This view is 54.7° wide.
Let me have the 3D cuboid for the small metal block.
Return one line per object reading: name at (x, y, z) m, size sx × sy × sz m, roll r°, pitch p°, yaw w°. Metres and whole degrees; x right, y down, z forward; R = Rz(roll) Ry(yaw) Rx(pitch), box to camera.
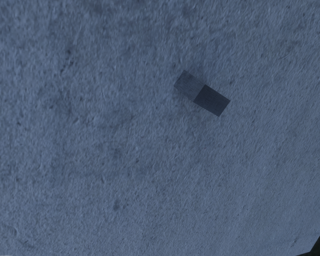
small metal block at (0.053, -0.044, 0.394) m, size 0.050 × 0.050 × 0.025 m, roll 25°, pitch 105°, yaw -37°
